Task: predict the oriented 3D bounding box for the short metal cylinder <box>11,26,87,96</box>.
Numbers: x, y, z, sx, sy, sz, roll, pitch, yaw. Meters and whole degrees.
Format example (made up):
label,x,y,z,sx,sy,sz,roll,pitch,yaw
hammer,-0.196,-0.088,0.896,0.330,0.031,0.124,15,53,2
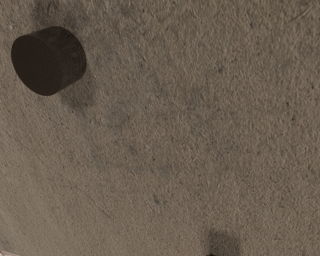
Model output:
label,x,y,z,sx,sy,sz,roll,pitch,yaw
short metal cylinder,-0.146,-0.089,0.410,0.080,0.050,0.079,13,124,20
